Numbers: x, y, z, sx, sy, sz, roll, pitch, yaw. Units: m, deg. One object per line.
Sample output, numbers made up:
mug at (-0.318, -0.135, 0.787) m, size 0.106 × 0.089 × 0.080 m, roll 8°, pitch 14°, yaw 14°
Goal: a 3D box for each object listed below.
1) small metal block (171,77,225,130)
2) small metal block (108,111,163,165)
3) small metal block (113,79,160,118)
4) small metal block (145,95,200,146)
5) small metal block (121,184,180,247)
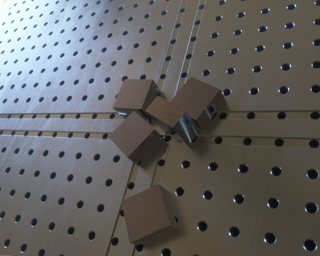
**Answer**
small metal block at (0.048, -0.033, 0.404) m, size 0.050 × 0.025 × 0.050 m, roll 32°, pitch 79°, yaw 38°
small metal block at (-0.033, 0.013, 0.419) m, size 0.050 × 0.025 × 0.050 m, roll -46°, pitch 51°, yaw -4°
small metal block at (-0.034, -0.044, 0.454) m, size 0.050 × 0.025 × 0.050 m, roll 5°, pitch 64°, yaw 30°
small metal block at (0.016, -0.009, 0.390) m, size 0.050 × 0.050 × 0.025 m, roll 33°, pitch 80°, yaw 38°
small metal block at (-0.012, 0.100, 0.354) m, size 0.050 × 0.025 × 0.050 m, roll -27°, pitch 52°, yaw 11°
